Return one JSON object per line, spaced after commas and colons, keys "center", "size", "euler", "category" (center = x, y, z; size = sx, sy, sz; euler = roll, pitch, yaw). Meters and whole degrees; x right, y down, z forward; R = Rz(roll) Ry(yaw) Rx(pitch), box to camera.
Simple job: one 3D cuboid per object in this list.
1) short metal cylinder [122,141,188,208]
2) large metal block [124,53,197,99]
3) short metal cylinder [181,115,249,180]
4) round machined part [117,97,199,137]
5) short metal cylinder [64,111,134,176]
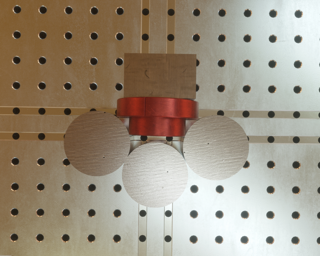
{"center": [-0.006, 0.057, 0.401], "size": [0.081, 0.050, 0.079], "euler": [0, 90, 0], "category": "short metal cylinder"}
{"center": [0.000, -0.058, 0.385], "size": [0.081, 0.080, 0.050], "euler": [1, 90, 0], "category": "large metal block"}
{"center": [0.068, 0.024, 0.402], "size": [0.081, 0.050, 0.079], "euler": [0, 90, 0], "category": "short metal cylinder"}
{"center": [-0.003, -0.011, 0.375], "size": [0.099, 0.098, 0.042], "euler": [2, 90, 0], "category": "round machined part"}
{"center": [-0.076, 0.019, 0.400], "size": [0.081, 0.050, 0.079], "euler": [0, 90, 0], "category": "short metal cylinder"}
